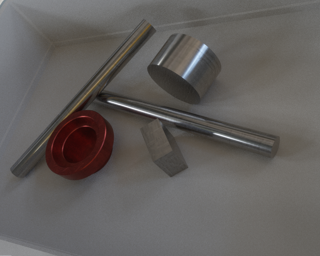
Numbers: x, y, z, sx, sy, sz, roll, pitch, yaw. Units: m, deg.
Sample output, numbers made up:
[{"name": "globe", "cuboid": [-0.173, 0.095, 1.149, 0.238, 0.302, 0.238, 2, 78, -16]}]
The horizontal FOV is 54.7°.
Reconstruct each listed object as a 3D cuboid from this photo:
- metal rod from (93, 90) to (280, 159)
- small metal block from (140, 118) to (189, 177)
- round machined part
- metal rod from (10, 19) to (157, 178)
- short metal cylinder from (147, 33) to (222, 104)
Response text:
[{"name": "metal rod", "cuboid": [0.004, -0.017, 0.412, 0.300, 0.025, 0.025, 18, 71, 34]}, {"name": "small metal block", "cuboid": [0.005, 0.024, 0.371, 0.025, 0.050, 0.050, -31, 52, 8]}, {"name": "round machined part", "cuboid": [-0.106, 0.027, 0.432, 0.098, 0.042, 0.098, -13, 56, 20]}, {"name": "metal rod", "cuboid": [-0.117, -0.040, 0.460, 0.300, 0.025, 0.025, -46, 51, 6]}, {"name": "short metal cylinder", "cuboid": [0.031, -0.074, 0.399, 0.080, 0.080, 0.050, 26, 76, 36]}]
